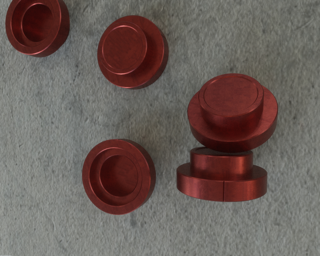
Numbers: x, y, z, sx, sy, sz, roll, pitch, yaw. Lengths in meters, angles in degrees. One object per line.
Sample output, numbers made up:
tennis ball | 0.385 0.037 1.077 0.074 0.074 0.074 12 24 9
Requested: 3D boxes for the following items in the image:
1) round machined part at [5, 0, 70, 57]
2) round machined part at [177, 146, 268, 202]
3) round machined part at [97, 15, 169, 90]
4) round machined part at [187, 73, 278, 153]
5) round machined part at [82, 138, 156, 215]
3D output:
round machined part | -0.175 -0.153 0.460 0.098 0.042 0.097 0 90 19
round machined part | 0.068 0.046 0.344 0.098 0.098 0.042 2 96 19
round machined part | -0.041 -0.102 0.414 0.098 0.042 0.097 0 90 19
round machined part | 0.079 -0.024 0.344 0.098 0.042 0.098 -8 47 9
round machined part | -0.051 0.063 0.417 0.098 0.042 0.097 0 90 19
